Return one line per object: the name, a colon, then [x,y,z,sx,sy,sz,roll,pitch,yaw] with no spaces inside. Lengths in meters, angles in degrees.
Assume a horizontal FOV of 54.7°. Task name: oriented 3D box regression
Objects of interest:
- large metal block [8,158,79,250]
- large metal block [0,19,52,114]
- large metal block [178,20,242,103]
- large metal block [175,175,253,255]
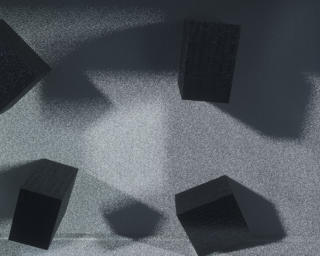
large metal block: [-0.154,0.100,0.417,0.050,0.080,0.079,19,109,-7]
large metal block: [-0.194,-0.070,0.370,0.080,0.050,0.080,-39,106,13]
large metal block: [0.052,-0.079,0.353,0.050,0.080,0.079,4,110,-2]
large metal block: [0.075,0.126,0.445,0.080,0.050,0.080,-24,109,8]
